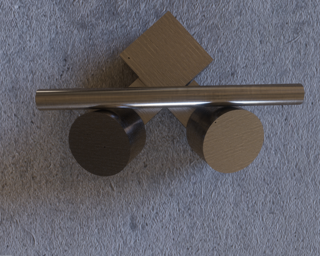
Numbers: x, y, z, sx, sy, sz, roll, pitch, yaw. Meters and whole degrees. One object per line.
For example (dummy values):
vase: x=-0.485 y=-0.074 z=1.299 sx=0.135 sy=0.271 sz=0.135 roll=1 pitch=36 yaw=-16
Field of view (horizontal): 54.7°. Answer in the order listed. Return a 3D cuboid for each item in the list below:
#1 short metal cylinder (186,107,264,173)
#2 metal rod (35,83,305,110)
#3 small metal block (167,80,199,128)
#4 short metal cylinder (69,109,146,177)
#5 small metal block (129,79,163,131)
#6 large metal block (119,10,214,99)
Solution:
short metal cylinder: x=0.080 y=0.009 z=0.385 sx=0.081 sy=0.050 sz=0.079 roll=-6 pitch=110 yaw=-17
metal rod: x=0.012 y=-0.036 z=0.359 sx=0.302 sy=0.025 sz=0.025 roll=-1 pitch=90 yaw=0
small metal block: x=0.043 y=-0.027 z=0.411 sx=0.050 sy=0.025 sz=0.050 roll=-43 pitch=90 yaw=0
short metal cylinder: x=-0.064 y=0.013 z=0.384 sx=0.080 sy=0.050 sz=0.079 roll=5 pitch=108 yaw=17
small metal block: x=-0.029 y=-0.029 z=0.411 sx=0.050 sy=0.025 sz=0.050 roll=-43 pitch=90 yaw=-1
large metal block: x=0.008 y=-0.085 z=0.397 sx=0.080 sy=0.050 sz=0.080 roll=-42 pitch=90 yaw=0
